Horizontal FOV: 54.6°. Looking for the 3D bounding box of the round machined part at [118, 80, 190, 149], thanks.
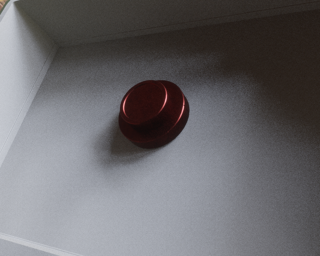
[{"bbox_3d":[-0.014,-0.025,0.414,0.098,0.042,0.098,-13,56,21],"label":"round machined part"}]
